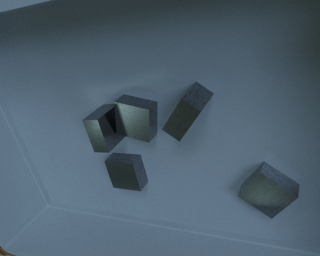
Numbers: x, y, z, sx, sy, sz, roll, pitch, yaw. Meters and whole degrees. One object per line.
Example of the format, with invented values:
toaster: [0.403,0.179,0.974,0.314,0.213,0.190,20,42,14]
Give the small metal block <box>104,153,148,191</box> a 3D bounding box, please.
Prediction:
small metal block: [-0.051,0.067,0.475,0.050,0.025,0.050,1,119,27]

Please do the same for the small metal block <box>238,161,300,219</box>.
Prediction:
small metal block: [0.135,0.078,0.385,0.050,0.025,0.050,34,129,5]

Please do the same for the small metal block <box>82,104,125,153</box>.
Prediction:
small metal block: [-0.075,0.000,0.430,0.025,0.050,0.050,0,118,28]

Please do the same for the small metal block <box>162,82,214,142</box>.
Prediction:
small metal block: [0.033,-0.020,0.362,0.025,0.050,0.050,35,129,4]

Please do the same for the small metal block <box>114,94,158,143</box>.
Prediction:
small metal block: [-0.031,-0.013,0.416,0.050,0.025,0.050,14,124,20]
